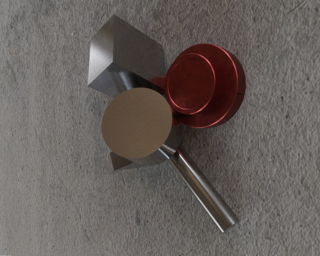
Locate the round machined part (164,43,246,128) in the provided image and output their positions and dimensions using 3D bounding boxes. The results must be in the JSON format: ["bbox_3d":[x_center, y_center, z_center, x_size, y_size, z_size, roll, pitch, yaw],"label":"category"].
[{"bbox_3d":[0.044,-0.049,0.357,0.098,0.042,0.097,0,90,39],"label":"round machined part"}]

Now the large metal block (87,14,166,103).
[{"bbox_3d":[-0.040,-0.080,0.388,0.050,0.080,0.080,-33,48,36],"label":"large metal block"}]

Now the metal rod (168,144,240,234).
[{"bbox_3d":[-0.003,0.003,0.408,0.025,0.025,0.300,-52,60,27],"label":"metal rod"}]

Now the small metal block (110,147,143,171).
[{"bbox_3d":[-0.029,0.036,0.413,0.050,0.050,0.025,-26,73,36],"label":"small metal block"}]

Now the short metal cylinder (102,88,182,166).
[{"bbox_3d":[-0.019,0.000,0.356,0.080,0.050,0.080,-4,73,15],"label":"short metal cylinder"}]
